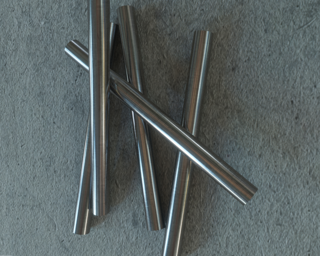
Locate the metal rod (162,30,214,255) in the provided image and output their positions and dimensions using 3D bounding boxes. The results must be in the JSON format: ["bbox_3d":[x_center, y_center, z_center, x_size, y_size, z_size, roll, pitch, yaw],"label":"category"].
[{"bbox_3d":[0.034,0.028,0.396,0.025,0.025,0.298,9,93,20],"label":"metal rod"}]

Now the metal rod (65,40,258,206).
[{"bbox_3d":[-0.009,-0.016,0.384,0.300,0.025,0.025,40,103,15],"label":"metal rod"}]

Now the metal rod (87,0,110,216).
[{"bbox_3d":[-0.076,-0.023,0.391,0.025,0.025,0.298,10,110,19],"label":"metal rod"}]

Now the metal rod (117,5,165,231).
[{"bbox_3d":[-0.026,-0.015,0.418,0.025,0.025,0.298,-9,87,20],"label":"metal rod"}]

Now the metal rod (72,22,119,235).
[{"bbox_3d":[-0.092,0.002,0.441,0.025,0.025,0.298,10,93,19],"label":"metal rod"}]
